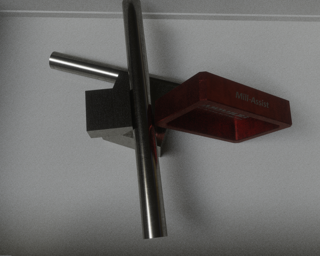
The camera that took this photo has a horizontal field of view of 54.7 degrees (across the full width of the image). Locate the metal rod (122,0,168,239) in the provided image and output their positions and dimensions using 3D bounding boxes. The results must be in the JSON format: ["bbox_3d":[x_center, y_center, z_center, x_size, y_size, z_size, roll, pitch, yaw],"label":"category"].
[{"bbox_3d":[-0.022,-0.028,0.365,0.025,0.025,0.299,-6,70,-3],"label":"metal rod"}]

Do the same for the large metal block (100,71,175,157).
[{"bbox_3d":[-0.025,-0.017,0.401,0.080,0.050,0.080,17,71,6],"label":"large metal block"}]

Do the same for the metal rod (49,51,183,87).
[{"bbox_3d":[-0.006,-0.061,0.431,0.302,0.025,0.025,14,71,4],"label":"metal rod"}]

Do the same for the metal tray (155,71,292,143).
[{"bbox_3d":[0.071,-0.017,0.352,0.131,0.090,0.030,12,68,-29],"label":"metal tray"}]

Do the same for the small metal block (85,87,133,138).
[{"bbox_3d":[-0.058,-0.018,0.361,0.050,0.025,0.050,-6,70,-3],"label":"small metal block"}]
